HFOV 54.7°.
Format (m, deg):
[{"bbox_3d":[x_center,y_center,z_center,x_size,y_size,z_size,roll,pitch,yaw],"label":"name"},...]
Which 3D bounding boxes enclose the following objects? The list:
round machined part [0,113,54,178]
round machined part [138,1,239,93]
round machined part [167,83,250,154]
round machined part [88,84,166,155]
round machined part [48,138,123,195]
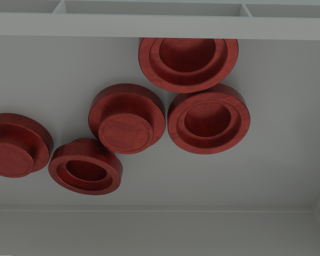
[{"bbox_3d":[-0.201,0.031,0.421,0.099,0.042,0.097,-1,130,0],"label":"round machined part"},{"bbox_3d":[0.028,-0.085,0.319,0.099,0.042,0.097,-1,140,-1],"label":"round machined part"},{"bbox_3d":[0.058,-0.016,0.386,0.099,0.042,0.097,-1,130,0],"label":"round machined part"},{"bbox_3d":[-0.042,-0.004,0.394,0.099,0.042,0.097,-1,130,0],"label":"round machined part"},{"bbox_3d":[-0.100,0.051,0.433,0.099,0.042,0.097,4,138,4],"label":"round machined part"}]
